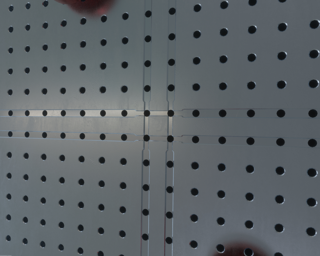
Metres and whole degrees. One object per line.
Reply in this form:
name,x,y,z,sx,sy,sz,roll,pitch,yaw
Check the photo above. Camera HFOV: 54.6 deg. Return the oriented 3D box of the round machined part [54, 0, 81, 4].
round machined part,-0.129,-0.229,0.450,0.098,0.042,0.097,0,90,20
